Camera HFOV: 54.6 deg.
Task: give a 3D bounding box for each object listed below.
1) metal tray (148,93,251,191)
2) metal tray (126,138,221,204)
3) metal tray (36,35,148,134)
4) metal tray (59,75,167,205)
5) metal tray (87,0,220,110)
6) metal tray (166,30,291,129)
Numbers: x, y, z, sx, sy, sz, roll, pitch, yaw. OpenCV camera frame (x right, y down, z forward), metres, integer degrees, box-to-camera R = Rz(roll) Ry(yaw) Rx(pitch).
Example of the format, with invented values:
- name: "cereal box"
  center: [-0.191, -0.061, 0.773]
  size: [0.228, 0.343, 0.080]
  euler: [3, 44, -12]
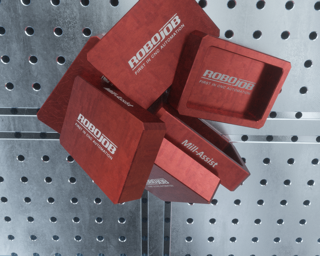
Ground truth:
- name: "metal tray"
  center: [0.044, 0.013, 0.383]
  size: [0.130, 0.090, 0.030]
  euler: [36, 106, -13]
- name: "metal tray"
  center: [0.002, 0.055, 0.383]
  size: [0.090, 0.130, 0.030]
  euler: [37, 67, -13]
- name: "metal tray"
  center: [-0.082, -0.040, 0.395]
  size: [0.090, 0.030, 0.130]
  euler: [37, 106, -14]
- name: "metal tray"
  center: [-0.058, 0.007, 0.335]
  size: [0.030, 0.130, 0.089]
  euler: [0, 117, -46]
- name: "metal tray"
  center: [-0.007, -0.095, 0.356]
  size: [0.130, 0.030, 0.090]
  euler: [-46, 108, 0]
- name: "metal tray"
  center: [0.083, -0.052, 0.366]
  size: [0.131, 0.030, 0.089]
  euler: [9, 112, -27]
